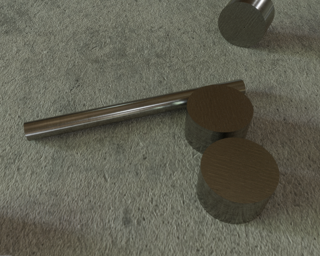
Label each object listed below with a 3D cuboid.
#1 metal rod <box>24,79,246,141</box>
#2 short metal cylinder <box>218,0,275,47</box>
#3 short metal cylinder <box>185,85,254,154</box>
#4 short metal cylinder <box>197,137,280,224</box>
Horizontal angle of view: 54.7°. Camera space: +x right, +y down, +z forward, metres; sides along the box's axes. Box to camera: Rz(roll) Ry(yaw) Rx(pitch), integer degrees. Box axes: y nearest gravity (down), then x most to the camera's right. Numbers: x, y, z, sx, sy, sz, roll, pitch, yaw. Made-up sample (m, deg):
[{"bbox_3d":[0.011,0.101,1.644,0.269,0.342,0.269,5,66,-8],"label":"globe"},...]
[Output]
[{"bbox_3d":[-0.026,-0.027,0.425,0.302,0.025,0.025,-12,51,-11],"label":"metal rod"},{"bbox_3d":[0.146,-0.185,0.524,0.080,0.080,0.050,23,54,18],"label":"short metal cylinder"},{"bbox_3d":[0.073,-0.010,0.396,0.081,0.050,0.080,0,50,0],"label":"short metal cylinder"},{"bbox_3d":[0.082,0.057,0.339,0.081,0.050,0.080,0,50,0],"label":"short metal cylinder"}]
